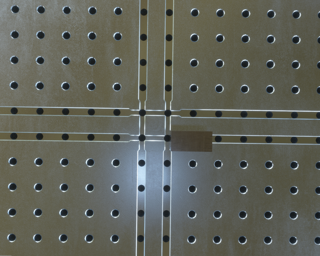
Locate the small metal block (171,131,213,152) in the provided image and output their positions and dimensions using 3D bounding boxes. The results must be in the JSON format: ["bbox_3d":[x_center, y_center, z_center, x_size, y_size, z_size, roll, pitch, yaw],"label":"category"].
[{"bbox_3d":[0.038,0.016,0.401,0.050,0.050,0.025,1,90,-1],"label":"small metal block"}]
